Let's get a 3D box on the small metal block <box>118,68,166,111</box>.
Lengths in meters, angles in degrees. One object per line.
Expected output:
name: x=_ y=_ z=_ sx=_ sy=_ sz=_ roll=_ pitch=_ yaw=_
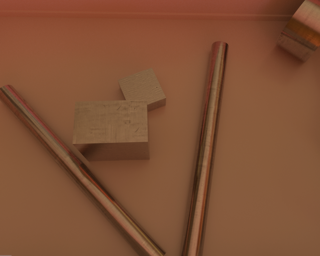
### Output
small metal block: x=-0.025 y=-0.049 z=0.427 sx=0.050 sy=0.025 sz=0.050 roll=-21 pitch=72 yaw=-8

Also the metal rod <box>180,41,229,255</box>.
metal rod: x=0.061 y=0.018 z=0.403 sx=0.025 sy=0.025 sz=0.299 roll=10 pitch=70 yaw=3

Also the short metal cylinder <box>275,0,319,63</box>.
short metal cylinder: x=0.209 y=-0.139 z=0.434 sx=0.050 sy=0.080 sz=0.080 roll=38 pitch=74 yaw=12

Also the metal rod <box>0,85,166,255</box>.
metal rod: x=-0.107 y=0.051 z=0.389 sx=0.025 sy=0.025 sz=0.300 roll=-43 pitch=76 yaw=-14

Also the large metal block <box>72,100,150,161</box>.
large metal block: x=-0.054 y=0.006 z=0.378 sx=0.081 sy=0.080 sz=0.050 roll=-2 pitch=70 yaw=-1
